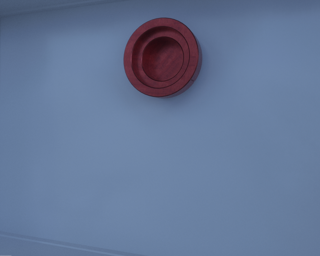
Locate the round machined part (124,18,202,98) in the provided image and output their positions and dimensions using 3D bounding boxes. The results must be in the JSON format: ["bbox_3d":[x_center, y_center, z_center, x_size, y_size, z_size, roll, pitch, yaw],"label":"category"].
[{"bbox_3d":[0.007,-0.087,0.400,0.098,0.042,0.097,0,90,20],"label":"round machined part"}]
